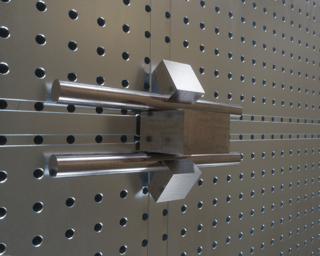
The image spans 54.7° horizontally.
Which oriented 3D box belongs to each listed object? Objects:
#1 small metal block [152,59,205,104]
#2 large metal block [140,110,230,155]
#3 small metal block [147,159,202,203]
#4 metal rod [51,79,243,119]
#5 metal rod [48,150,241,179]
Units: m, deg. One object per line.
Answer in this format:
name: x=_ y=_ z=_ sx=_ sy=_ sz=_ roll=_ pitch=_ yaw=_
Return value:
small metal block: x=0.025 y=-0.060 z=0.410 sx=0.050 sy=0.025 sz=0.050 roll=1 pitch=55 yaw=-40
large metal block: x=0.031 y=0.006 z=0.394 sx=0.081 sy=0.080 sz=0.050 roll=2 pitch=89 yaw=-40
small metal block: x=0.019 y=0.069 z=0.405 sx=0.050 sy=0.025 sz=0.050 roll=4 pitch=125 yaw=-40
metal rod: x=0.010 y=-0.032 z=0.412 sx=0.302 sy=0.025 sz=0.025 roll=3 pitch=89 yaw=-40
metal rod: x=0.007 y=0.044 z=0.411 sx=0.302 sy=0.025 sz=0.025 roll=3 pitch=89 yaw=-40
